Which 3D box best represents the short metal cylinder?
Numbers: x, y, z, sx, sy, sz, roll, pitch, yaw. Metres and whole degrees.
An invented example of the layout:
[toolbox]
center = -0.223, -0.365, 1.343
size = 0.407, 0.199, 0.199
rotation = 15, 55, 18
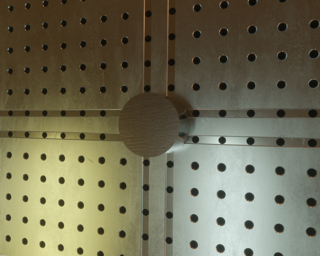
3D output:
[short metal cylinder]
center = -0.006, -0.004, 0.402
size = 0.080, 0.050, 0.080
rotation = 0, 90, 20
